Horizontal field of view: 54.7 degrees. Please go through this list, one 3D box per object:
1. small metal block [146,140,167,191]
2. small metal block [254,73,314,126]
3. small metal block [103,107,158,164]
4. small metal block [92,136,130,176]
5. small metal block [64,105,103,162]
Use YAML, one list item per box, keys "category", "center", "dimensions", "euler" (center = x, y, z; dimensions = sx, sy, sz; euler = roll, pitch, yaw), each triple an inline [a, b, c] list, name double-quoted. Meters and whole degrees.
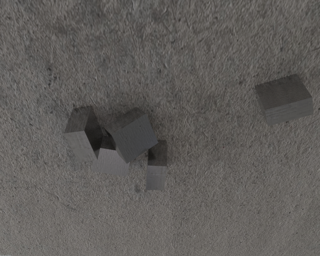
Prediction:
- category: "small metal block"
  center: [-0.005, 0.052, 0.435]
  dimensions: [0.025, 0.050, 0.050]
  euler: [3, 130, -3]
- category: "small metal block"
  center: [0.144, -0.034, 0.363]
  dimensions: [0.050, 0.050, 0.025]
  euler: [-16, 128, 13]
- category: "small metal block"
  center: [-0.036, 0.009, 0.398]
  dimensions: [0.050, 0.025, 0.050]
  euler: [-34, 128, -16]
- category: "small metal block"
  center: [-0.068, 0.040, 0.440]
  dimensions: [0.050, 0.025, 0.050]
  euler: [10, 130, -9]
- category: "small metal block"
  center: [-0.096, 0.007, 0.396]
  dimensions: [0.025, 0.050, 0.050]
  euler: [-8, 130, 7]
